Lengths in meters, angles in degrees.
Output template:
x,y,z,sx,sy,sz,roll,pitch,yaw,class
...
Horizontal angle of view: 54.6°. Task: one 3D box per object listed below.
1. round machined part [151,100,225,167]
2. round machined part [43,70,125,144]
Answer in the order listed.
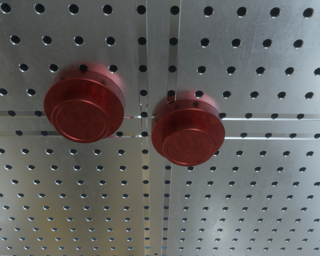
x,y,z,sx,sy,sz,roll,pitch,yaw,class
0.037,0.014,0.412,0.099,0.042,0.097,0,130,0,round machined part
-0.094,-0.019,0.383,0.099,0.042,0.097,0,130,0,round machined part
